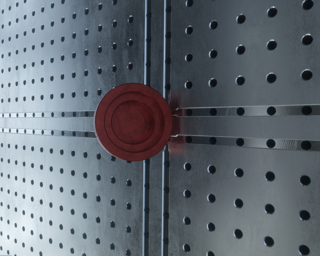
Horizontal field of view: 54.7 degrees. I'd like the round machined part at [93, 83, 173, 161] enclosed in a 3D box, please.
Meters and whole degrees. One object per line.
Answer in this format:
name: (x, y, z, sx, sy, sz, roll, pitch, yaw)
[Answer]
round machined part: (-0.037, -0.007, 0.402, 0.042, 0.099, 0.097, 173, 95, -71)
